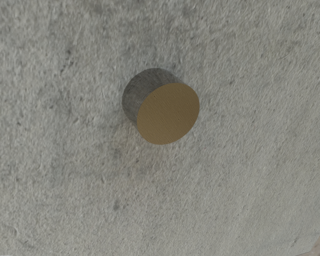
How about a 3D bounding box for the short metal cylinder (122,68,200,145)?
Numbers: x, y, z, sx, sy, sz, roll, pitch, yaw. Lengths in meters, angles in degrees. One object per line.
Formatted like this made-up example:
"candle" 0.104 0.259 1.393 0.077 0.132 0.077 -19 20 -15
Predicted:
"short metal cylinder" 0.000 -0.027 0.376 0.081 0.050 0.079 -14 125 -21
